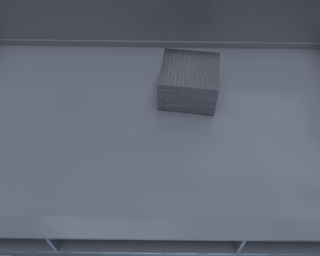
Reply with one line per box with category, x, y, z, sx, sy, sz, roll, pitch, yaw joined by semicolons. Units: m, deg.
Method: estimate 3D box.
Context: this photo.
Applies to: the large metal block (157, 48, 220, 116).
large metal block;0.042;-0.067;0.446;0.080;0.050;0.080;6;50;5
